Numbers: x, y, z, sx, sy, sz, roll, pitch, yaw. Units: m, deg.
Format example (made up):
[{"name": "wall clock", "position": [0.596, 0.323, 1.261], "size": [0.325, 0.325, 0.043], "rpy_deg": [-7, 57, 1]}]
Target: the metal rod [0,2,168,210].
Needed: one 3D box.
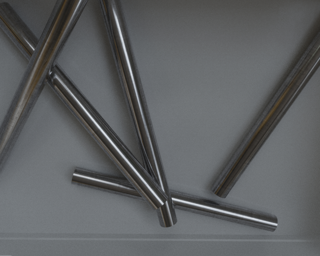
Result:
[{"name": "metal rod", "position": [-0.093, -0.021, 0.376], "size": [0.025, 0.025, 0.300], "rpy_deg": [-37, 96, 12]}]

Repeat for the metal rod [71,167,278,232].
[{"name": "metal rod", "position": [0.025, 0.105, 0.449], "size": [0.302, 0.025, 0.025], "rpy_deg": [15, 109, -6]}]

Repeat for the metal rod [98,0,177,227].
[{"name": "metal rod", "position": [-0.024, -0.010, 0.392], "size": [0.025, 0.025, 0.298], "rpy_deg": [-13, 104, 5]}]

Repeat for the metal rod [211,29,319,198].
[{"name": "metal rod", "position": [0.155, -0.031, 0.401], "size": [0.025, 0.025, 0.298], "rpy_deg": [27, 108, -10]}]

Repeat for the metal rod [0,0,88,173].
[{"name": "metal rod", "position": [-0.157, -0.036, 0.362], "size": [0.025, 0.025, 0.298], "rpy_deg": [33, 119, -12]}]
